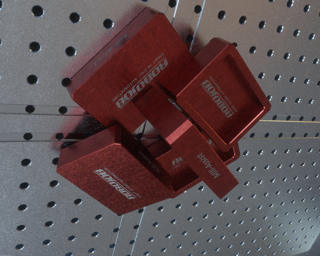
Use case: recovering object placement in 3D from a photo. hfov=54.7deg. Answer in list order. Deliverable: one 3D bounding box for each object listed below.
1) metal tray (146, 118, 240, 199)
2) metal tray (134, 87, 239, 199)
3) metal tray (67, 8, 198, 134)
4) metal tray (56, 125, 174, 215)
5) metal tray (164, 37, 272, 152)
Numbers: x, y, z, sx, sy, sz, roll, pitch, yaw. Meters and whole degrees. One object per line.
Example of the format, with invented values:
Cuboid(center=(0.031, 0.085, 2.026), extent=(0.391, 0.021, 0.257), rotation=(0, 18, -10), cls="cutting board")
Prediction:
Cuboid(center=(0.052, 0.038, 0.460), extent=(0.131, 0.030, 0.090), rotation=(-30, 129, -10), cls="metal tray")
Cuboid(center=(0.032, 0.019, 0.360), extent=(0.030, 0.090, 0.130), rotation=(-42, 130, 0), cls="metal tray")
Cuboid(center=(-0.028, -0.059, 0.356), extent=(0.130, 0.030, 0.090), rotation=(-43, 130, 1), cls="metal tray")
Cuboid(center=(-0.052, 0.059, 0.393), extent=(0.090, 0.030, 0.130), rotation=(-24, 132, 18), cls="metal tray")
Cuboid(center=(0.077, -0.036, 0.390), extent=(0.090, 0.030, 0.130), rotation=(-45, 130, 3), cls="metal tray")
